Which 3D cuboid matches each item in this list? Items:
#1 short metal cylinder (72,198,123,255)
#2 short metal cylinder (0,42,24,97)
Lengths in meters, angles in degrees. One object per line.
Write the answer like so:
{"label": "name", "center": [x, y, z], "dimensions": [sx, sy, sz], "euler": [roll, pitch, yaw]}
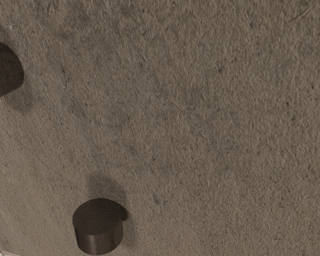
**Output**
{"label": "short metal cylinder", "center": [-0.104, 0.166, 0.527], "dimensions": [0.080, 0.080, 0.050], "euler": [14, 124, 20]}
{"label": "short metal cylinder", "center": [-0.257, -0.086, 0.470], "dimensions": [0.080, 0.050, 0.079], "euler": [13, 124, 20]}
